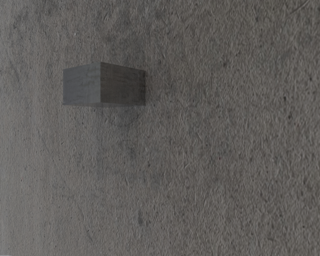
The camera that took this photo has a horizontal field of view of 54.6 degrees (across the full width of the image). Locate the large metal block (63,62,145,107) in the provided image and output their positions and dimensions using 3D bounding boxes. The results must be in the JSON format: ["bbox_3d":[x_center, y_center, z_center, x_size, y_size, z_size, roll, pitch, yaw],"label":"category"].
[{"bbox_3d":[-0.077,-0.057,0.434,0.080,0.081,0.050,0,90,40],"label":"large metal block"}]
